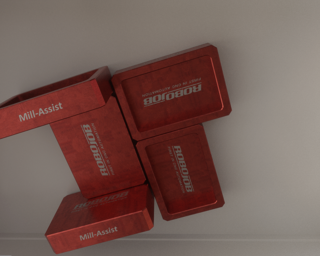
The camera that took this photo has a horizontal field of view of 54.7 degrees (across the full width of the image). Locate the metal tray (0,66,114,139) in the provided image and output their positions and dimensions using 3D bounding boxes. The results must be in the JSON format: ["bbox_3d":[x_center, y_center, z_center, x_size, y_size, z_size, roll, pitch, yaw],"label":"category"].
[{"bbox_3d":[-0.123,-0.032,0.359,0.131,0.090,0.030,-17,109,5],"label":"metal tray"}]

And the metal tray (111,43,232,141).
[{"bbox_3d":[0.015,-0.044,0.391,0.131,0.030,0.089,-16,110,5],"label":"metal tray"}]

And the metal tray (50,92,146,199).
[{"bbox_3d":[-0.080,0.024,0.413,0.090,0.030,0.129,-16,110,5],"label":"metal tray"}]

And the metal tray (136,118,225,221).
[{"bbox_3d":[0.030,0.059,0.429,0.090,0.030,0.129,-16,110,5],"label":"metal tray"}]

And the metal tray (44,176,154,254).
[{"bbox_3d":[-0.074,0.111,0.413,0.131,0.090,0.030,-16,110,5],"label":"metal tray"}]
